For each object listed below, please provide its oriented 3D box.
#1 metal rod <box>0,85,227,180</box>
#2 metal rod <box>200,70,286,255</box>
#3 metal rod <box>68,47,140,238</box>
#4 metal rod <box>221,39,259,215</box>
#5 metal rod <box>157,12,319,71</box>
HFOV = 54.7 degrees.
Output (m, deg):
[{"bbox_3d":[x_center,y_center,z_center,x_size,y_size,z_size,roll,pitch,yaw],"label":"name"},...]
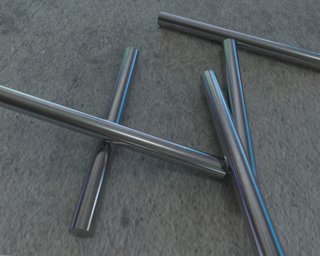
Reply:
[{"bbox_3d":[-0.067,0.002,0.365,0.302,0.025,0.025,18,52,1],"label":"metal rod"},{"bbox_3d":[0.084,0.024,0.358,0.025,0.025,0.300,-3,42,-3],"label":"metal rod"},{"bbox_3d":[-0.063,-0.008,0.408,0.025,0.025,0.300,5,50,4],"label":"metal rod"},{"bbox_3d":[0.106,-0.025,0.425,0.025,0.025,0.300,3,50,2],"label":"metal rod"},{"bbox_3d":[0.136,-0.150,0.531,0.301,0.025,0.025,21,53,16],"label":"metal rod"}]
